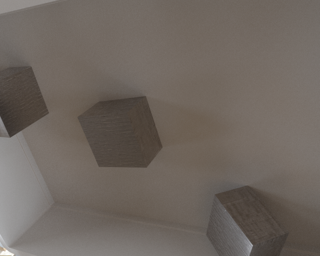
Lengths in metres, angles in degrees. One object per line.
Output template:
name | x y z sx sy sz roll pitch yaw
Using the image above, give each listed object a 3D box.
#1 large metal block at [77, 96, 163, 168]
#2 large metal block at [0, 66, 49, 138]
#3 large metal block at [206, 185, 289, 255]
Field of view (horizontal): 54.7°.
large metal block | -0.053 0.007 0.424 0.080 0.050 0.080 -3 117 30
large metal block | -0.227 -0.041 0.468 0.050 0.080 0.079 3 120 27
large metal block | 0.106 0.134 0.393 0.080 0.050 0.079 -126 33 -50
